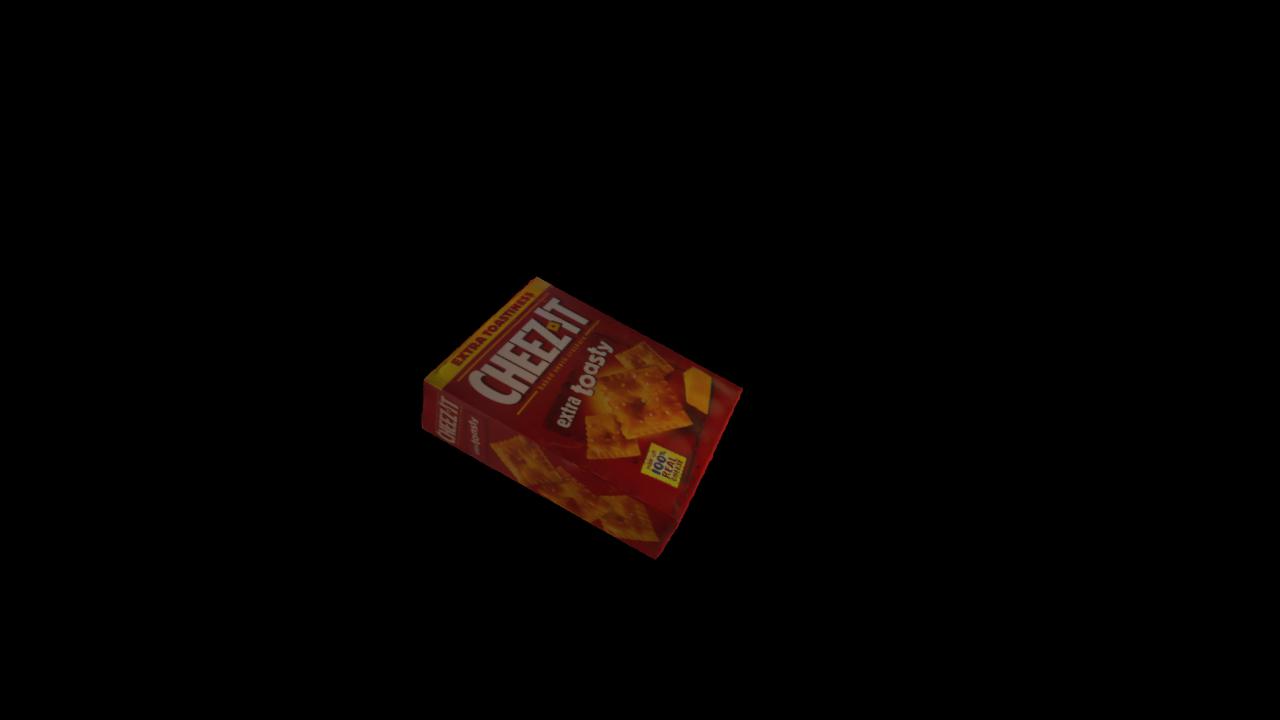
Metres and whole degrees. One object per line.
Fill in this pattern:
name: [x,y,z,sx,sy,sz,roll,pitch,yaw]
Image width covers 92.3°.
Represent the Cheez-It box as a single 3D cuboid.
Cheez-It box: [-0.043,0.039,0.524,0.223,0.071,0.166,28,43,8]
